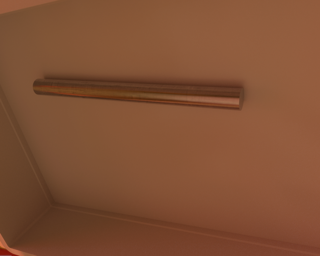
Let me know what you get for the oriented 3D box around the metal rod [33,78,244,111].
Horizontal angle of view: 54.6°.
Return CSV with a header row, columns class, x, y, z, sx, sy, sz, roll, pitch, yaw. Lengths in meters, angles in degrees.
class,x,y,z,sx,sy,sz,roll,pitch,yaw
metal rod,-0.046,-0.047,0.404,0.300,0.025,0.025,6,121,25
